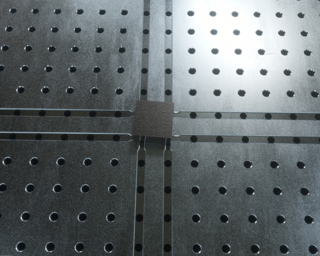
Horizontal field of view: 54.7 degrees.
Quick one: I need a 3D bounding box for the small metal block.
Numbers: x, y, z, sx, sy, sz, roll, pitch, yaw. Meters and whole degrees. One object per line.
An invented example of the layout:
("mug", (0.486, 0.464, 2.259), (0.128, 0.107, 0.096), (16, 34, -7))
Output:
("small metal block", (-0.008, -0.008, 0.414), (0.050, 0.025, 0.050), (5, 70, 1))
